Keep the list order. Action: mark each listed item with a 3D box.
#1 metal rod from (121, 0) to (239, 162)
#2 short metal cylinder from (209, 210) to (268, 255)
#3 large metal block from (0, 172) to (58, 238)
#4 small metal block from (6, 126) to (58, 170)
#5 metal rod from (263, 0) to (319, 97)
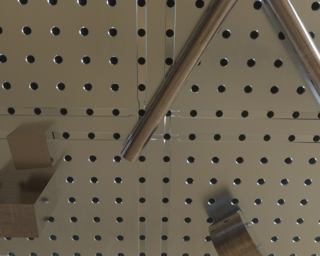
[{"bbox_3d":[0.034,-0.081,0.384,0.025,0.025,0.298,29,107,-11],"label":"metal rod"},{"bbox_3d":[0.114,0.167,0.447,0.050,0.080,0.080,-33,107,11],"label":"short metal cylinder"},{"bbox_3d":[-0.193,0.101,0.419,0.081,0.080,0.050,1,110,-1],"label":"large metal block"},{"bbox_3d":[-0.172,0.027,0.421,0.050,0.025,0.050,-5,110,1],"label":"small metal block"},{"bbox_3d":[0.208,-0.059,0.394,0.025,0.025,0.300,-35,107,12],"label":"metal rod"}]
